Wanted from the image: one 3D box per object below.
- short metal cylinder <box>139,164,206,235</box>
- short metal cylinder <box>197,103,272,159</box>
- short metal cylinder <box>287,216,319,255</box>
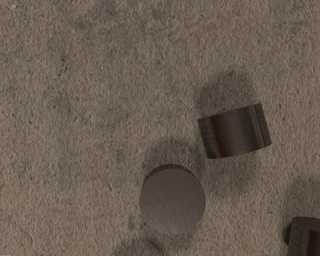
[{"bbox_3d":[0.015,0.089,0.398,0.081,0.050,0.079,0,90,-1],"label":"short metal cylinder"},{"bbox_3d":[0.091,0.003,0.384,0.080,0.080,0.050,-15,90,0],"label":"short metal cylinder"},{"bbox_3d":[0.204,0.148,0.385,0.081,0.080,0.050,8,90,-1],"label":"short metal cylinder"}]
